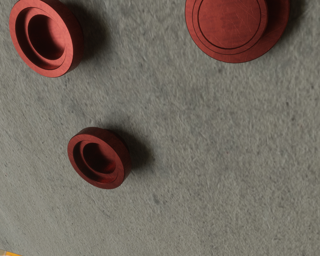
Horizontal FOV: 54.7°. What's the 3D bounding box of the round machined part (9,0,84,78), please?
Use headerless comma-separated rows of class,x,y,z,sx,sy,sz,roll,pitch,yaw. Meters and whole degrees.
round machined part,-0.137,-0.117,0.393,0.098,0.042,0.097,13,124,20

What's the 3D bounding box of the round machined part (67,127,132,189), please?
round machined part,-0.085,0.040,0.464,0.098,0.042,0.097,13,124,20

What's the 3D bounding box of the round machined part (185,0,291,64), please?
round machined part,0.069,-0.108,0.292,0.098,0.042,0.097,13,124,20
